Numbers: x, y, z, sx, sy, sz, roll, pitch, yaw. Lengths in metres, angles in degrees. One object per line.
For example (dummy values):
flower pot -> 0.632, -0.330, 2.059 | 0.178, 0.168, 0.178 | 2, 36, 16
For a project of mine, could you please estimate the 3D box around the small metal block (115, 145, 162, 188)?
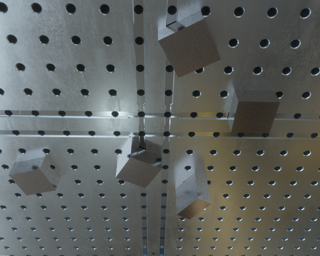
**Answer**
small metal block -> -0.032, 0.058, 0.461 | 0.050, 0.025, 0.050 | 23, 126, -19

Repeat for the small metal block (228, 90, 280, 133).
small metal block -> 0.118, -0.021, 0.396 | 0.050, 0.025, 0.050 | 1, 130, -2

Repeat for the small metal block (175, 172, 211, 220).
small metal block -> 0.051, 0.107, 0.488 | 0.025, 0.050, 0.050 | 29, 124, -23

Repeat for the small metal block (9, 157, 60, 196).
small metal block -> -0.190, 0.074, 0.472 | 0.050, 0.025, 0.050 | -12, 130, 9

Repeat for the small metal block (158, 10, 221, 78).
small metal block -> 0.032, -0.090, 0.336 | 0.050, 0.025, 0.050 | -22, 127, 17
